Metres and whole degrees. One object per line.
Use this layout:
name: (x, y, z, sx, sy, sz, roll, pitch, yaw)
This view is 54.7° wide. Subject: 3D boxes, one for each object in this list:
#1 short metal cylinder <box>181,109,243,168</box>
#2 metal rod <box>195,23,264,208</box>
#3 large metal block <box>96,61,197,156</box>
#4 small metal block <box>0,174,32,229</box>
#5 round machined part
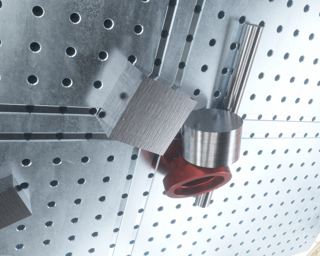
short metal cylinder: (0.069, 0.011, 0.419, 0.081, 0.080, 0.050, -12, 117, -22)
metal rod: (0.097, -0.002, 0.465, 0.025, 0.025, 0.298, -4, 121, -27)
large metal block: (-0.017, -0.022, 0.374, 0.080, 0.050, 0.080, 22, 106, -37)
small metal block: (-0.187, 0.090, 0.365, 0.050, 0.025, 0.050, -23, 127, -15)
round machined part: (0.052, 0.066, 0.453, 0.099, 0.042, 0.098, -12, 152, -6)
